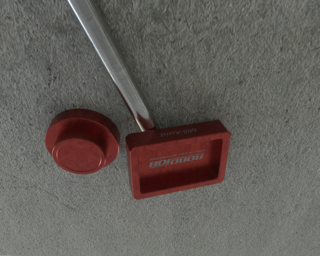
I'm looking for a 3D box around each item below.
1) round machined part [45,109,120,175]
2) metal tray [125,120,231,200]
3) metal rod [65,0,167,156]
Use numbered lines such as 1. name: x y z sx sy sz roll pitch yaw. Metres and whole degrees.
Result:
1. round machined part: -0.105 0.025 0.416 0.099 0.042 0.097 0 130 0
2. metal tray: 0.024 0.042 0.412 0.131 0.030 0.089 -9 125 -13
3. metal rod: -0.038 -0.048 0.365 0.025 0.025 0.299 -17 129 13
